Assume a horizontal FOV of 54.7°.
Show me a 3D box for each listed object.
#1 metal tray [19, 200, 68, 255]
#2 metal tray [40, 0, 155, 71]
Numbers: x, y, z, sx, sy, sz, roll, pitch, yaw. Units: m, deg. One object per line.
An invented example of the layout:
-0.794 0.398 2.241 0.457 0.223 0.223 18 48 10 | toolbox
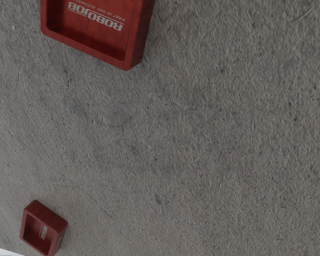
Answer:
-0.257 0.225 0.678 0.090 0.030 0.129 32 129 7 | metal tray
-0.077 -0.133 0.361 0.130 0.030 0.089 26 128 12 | metal tray
